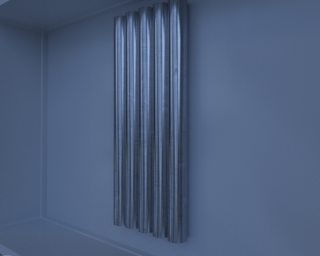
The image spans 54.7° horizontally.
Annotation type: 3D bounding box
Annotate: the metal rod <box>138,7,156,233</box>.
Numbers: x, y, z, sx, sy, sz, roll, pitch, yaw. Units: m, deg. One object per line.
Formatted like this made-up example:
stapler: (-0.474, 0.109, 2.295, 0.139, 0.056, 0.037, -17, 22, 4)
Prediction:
metal rod: (-0.017, -0.011, 0.419, 0.025, 0.025, 0.298, 0, 90, 40)

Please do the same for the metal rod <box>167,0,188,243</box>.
metal rod: (0.022, -0.009, 0.387, 0.025, 0.025, 0.298, 0, 90, 40)

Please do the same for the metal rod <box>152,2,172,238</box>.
metal rod: (0.003, -0.010, 0.403, 0.025, 0.025, 0.298, 0, 90, 40)

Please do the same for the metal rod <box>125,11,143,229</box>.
metal rod: (-0.037, -0.011, 0.436, 0.025, 0.025, 0.298, 0, 90, 40)

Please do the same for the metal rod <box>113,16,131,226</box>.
metal rod: (-0.055, -0.010, 0.451, 0.025, 0.025, 0.298, 0, 90, 40)
